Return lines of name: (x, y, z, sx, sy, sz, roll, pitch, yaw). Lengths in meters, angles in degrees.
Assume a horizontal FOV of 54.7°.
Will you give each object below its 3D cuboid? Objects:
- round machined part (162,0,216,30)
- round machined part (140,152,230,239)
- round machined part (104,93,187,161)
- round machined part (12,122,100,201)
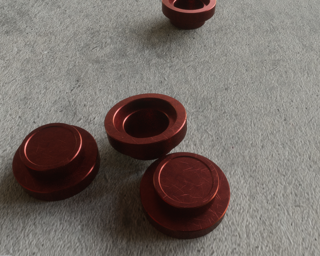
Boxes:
round machined part: (0.053, -0.220, 0.578, 0.099, 0.042, 0.098, 0, 50, 0)
round machined part: (0.027, 0.065, 0.337, 0.099, 0.042, 0.098, 0, 50, 0)
round machined part: (-0.016, 0.002, 0.383, 0.099, 0.042, 0.098, -4, 41, 3)
round machined part: (-0.123, 0.032, 0.364, 0.099, 0.042, 0.098, 0, 50, 0)
